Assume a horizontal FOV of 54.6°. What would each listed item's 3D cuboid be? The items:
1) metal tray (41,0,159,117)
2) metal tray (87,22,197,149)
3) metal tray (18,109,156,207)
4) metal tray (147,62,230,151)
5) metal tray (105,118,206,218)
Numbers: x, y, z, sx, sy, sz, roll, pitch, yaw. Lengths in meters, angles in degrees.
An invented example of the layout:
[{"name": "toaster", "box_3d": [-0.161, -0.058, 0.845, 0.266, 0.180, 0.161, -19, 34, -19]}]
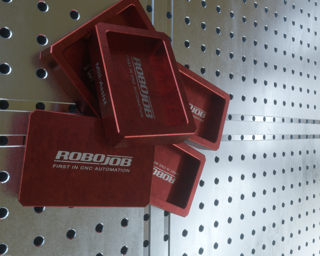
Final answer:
[{"name": "metal tray", "box_3d": [-0.055, -0.083, 0.357, 0.131, 0.030, 0.090, -47, 117, -29]}, {"name": "metal tray", "box_3d": [-0.020, -0.046, 0.332, 0.091, 0.030, 0.130, -2, 67, -33]}, {"name": "metal tray", "box_3d": [-0.072, 0.034, 0.323, 0.131, 0.030, 0.090, 8, 86, -26]}, {"name": "metal tray", "box_3d": [0.041, -0.028, 0.437, 0.131, 0.030, 0.090, 23, 76, -38]}, {"name": "metal tray", "box_3d": [-0.003, 0.053, 0.401, 0.130, 0.030, 0.090, 32, 71, -35]}]
